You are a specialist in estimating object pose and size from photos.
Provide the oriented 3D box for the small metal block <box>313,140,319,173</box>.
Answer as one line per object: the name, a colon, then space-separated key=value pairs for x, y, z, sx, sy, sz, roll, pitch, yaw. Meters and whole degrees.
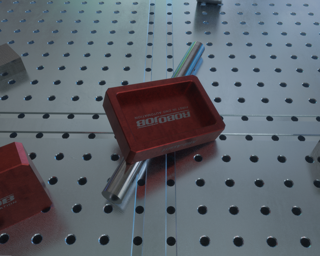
small metal block: x=0.221 y=0.041 z=0.374 sx=0.050 sy=0.025 sz=0.050 roll=4 pitch=50 yaw=3

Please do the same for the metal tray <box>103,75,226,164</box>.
metal tray: x=0.006 y=-0.016 z=0.387 sx=0.131 sy=0.030 sz=0.090 roll=-13 pitch=64 yaw=-26

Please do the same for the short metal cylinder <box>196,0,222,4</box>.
short metal cylinder: x=0.104 y=-0.292 z=0.618 sx=0.050 sy=0.080 sz=0.080 roll=10 pitch=51 yaw=8

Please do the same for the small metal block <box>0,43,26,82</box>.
small metal block: x=-0.253 y=-0.104 z=0.493 sx=0.050 sy=0.025 sz=0.050 roll=-35 pitch=58 yaw=-26

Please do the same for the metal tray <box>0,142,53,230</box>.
metal tray: x=-0.184 y=0.073 z=0.302 sx=0.131 sy=0.090 sz=0.030 roll=-23 pitch=54 yaw=-18

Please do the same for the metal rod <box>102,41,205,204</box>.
metal rod: x=0.005 y=-0.029 z=0.431 sx=0.025 sy=0.025 sz=0.301 roll=18 pitch=52 yaw=14
